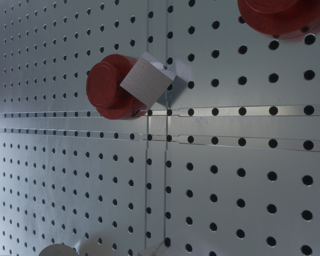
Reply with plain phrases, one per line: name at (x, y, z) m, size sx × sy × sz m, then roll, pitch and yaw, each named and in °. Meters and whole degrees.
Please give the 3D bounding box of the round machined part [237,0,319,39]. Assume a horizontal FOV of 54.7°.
round machined part at (0.120, -0.140, 0.300) m, size 0.098 × 0.042 × 0.097 m, roll 0°, pitch 90°, yaw 40°

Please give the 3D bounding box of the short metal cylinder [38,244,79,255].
short metal cylinder at (-0.178, 0.245, 0.521) m, size 0.050 × 0.081 × 0.080 m, roll -51°, pitch 60°, yaw 28°

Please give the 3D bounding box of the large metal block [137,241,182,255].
large metal block at (0.007, 0.205, 0.387) m, size 0.080 × 0.050 × 0.079 m, roll 26°, pitch 106°, yaw 37°

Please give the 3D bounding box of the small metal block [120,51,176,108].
small metal block at (-0.016, -0.063, 0.405) m, size 0.050 × 0.025 × 0.050 m, roll 37°, pitch 118°, yaw -9°

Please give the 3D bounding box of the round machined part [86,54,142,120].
round machined part at (-0.072, -0.061, 0.458) m, size 0.098 × 0.042 × 0.097 m, roll 0°, pitch 90°, yaw 40°
